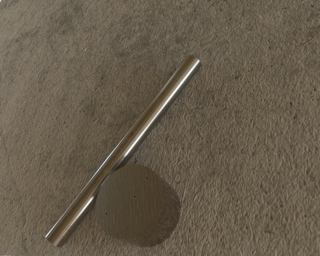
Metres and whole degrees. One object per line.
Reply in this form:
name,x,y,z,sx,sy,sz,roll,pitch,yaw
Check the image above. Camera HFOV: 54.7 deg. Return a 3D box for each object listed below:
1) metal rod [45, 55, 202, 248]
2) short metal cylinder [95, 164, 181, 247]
metal rod,-0.042,0.023,0.409,0.025,0.025,0.300,30,78,37
short metal cylinder,-0.024,0.087,0.346,0.080,0.050,0.080,-13,56,20
